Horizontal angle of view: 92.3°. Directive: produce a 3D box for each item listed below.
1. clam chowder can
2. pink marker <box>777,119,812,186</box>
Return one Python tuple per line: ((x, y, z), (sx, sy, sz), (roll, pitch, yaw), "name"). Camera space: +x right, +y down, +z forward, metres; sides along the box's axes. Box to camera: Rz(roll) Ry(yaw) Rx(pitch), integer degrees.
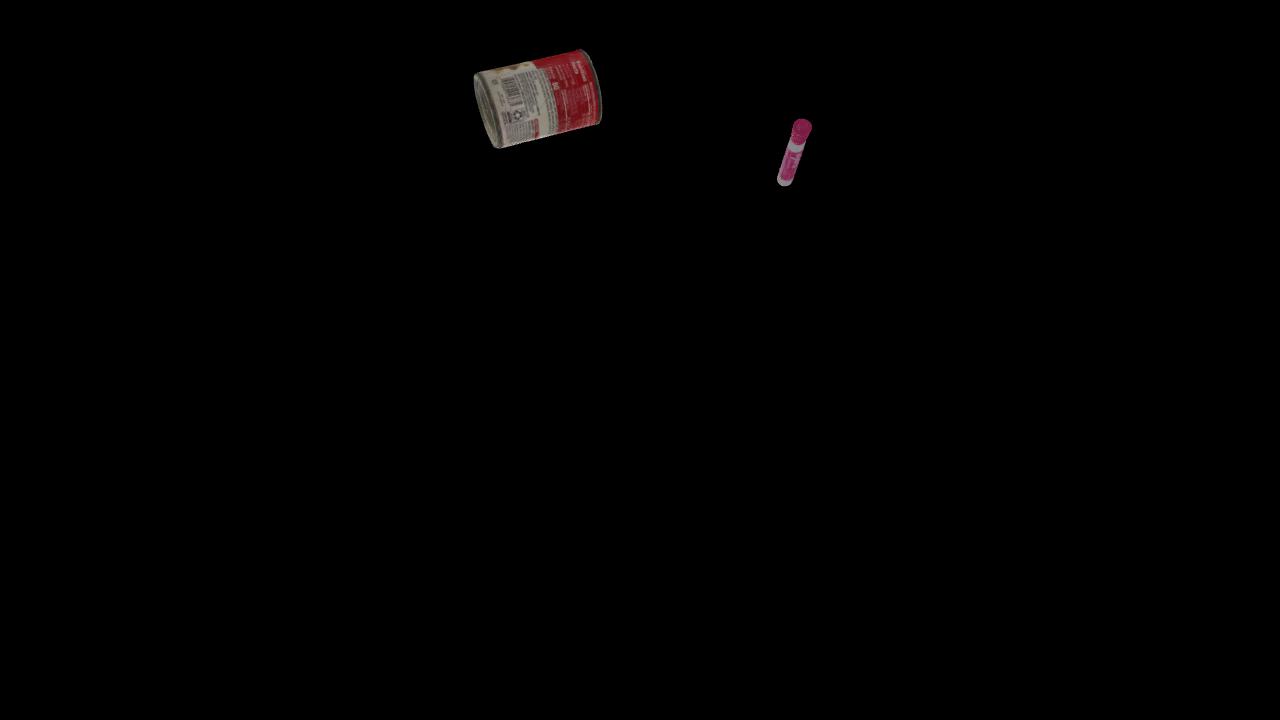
((-0.094, -0.241, 0.570), (0.102, 0.068, 0.068), (-21, 6, -16), "clam chowder can")
((0.166, -0.224, 0.667), (0.020, 0.020, 0.121), (0, -10, 5), "pink marker")
